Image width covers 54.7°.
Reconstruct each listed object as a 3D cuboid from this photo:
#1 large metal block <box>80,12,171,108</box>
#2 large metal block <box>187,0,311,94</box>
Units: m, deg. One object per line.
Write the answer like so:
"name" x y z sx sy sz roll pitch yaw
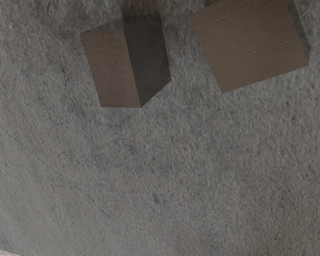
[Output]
"large metal block" -0.032 -0.075 0.340 0.050 0.080 0.079 3 120 26
"large metal block" 0.085 -0.089 0.290 0.080 0.050 0.080 -16 110 34
